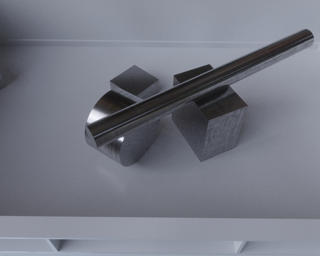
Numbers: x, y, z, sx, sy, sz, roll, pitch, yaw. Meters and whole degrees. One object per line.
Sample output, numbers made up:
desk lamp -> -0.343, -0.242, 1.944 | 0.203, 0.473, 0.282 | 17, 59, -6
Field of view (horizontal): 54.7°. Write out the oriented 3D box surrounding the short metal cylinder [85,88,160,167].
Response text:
short metal cylinder -> -0.042, -0.001, 0.370 | 0.050, 0.080, 0.080 | 27, 55, 21

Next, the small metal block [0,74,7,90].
small metal block -> -0.260, -0.086, 0.458 | 0.025, 0.050, 0.050 | -37, 60, -27

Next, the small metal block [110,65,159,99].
small metal block -> -0.037, -0.061, 0.456 | 0.050, 0.025, 0.050 | 35, 58, 25

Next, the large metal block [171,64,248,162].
large metal block -> 0.056, -0.018, 0.386 | 0.050, 0.080, 0.080 | -20, 53, -16

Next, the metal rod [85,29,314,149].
metal rod -> 0.061, -0.053, 0.346 | 0.302, 0.025, 0.025 | -26, 55, -21
